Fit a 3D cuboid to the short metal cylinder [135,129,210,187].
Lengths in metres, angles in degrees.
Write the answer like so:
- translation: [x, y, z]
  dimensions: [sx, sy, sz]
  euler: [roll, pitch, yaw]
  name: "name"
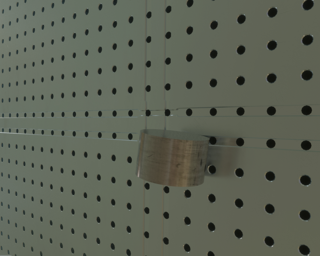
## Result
- translation: [0.014, 0.032, 0.360]
  dimensions: [0.080, 0.081, 0.050]
  euler: [11, 97, 39]
  name: "short metal cylinder"
